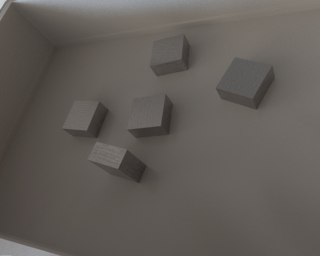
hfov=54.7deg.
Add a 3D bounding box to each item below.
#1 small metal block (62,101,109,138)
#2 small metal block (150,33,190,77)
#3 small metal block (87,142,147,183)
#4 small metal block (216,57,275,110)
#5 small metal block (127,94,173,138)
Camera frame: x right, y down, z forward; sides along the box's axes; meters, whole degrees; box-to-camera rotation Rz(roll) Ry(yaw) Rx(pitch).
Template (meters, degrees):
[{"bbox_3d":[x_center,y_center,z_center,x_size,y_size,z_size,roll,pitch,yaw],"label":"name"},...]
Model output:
[{"bbox_3d":[-0.114,-0.014,0.474,0.050,0.025,0.050,4,64,30],"label":"small metal block"},{"bbox_3d":[0.015,-0.109,0.465,0.050,0.025,0.050,-8,58,24],"label":"small metal block"},{"bbox_3d":[-0.053,0.044,0.391,0.050,0.050,0.025,11,68,33],"label":"small metal block"},{"bbox_3d":[0.106,-0.056,0.385,0.050,0.025,0.050,24,74,36],"label":"small metal block"},{"bbox_3d":[-0.013,-0.016,0.423,0.050,0.025,0.050,-6,59,25],"label":"small metal block"}]
